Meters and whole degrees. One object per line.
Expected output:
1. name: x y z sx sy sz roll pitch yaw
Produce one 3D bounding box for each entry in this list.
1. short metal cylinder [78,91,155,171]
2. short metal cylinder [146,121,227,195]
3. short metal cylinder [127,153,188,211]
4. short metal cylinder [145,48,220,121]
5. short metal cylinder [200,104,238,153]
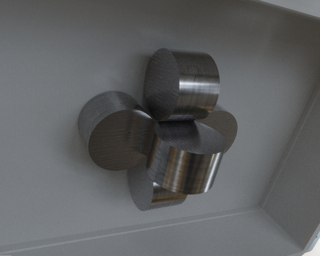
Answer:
1. short metal cylinder: -0.050 0.003 0.364 0.081 0.050 0.079 -14 124 -21
2. short metal cylinder: 0.028 0.029 0.347 0.081 0.080 0.050 -1 119 -28
3. short metal cylinder: -0.004 0.065 0.408 0.050 0.080 0.079 -2 120 -28
4. short metal cylinder: 0.023 -0.048 0.353 0.050 0.080 0.079 -2 120 -28
5. short metal cylinder: 0.057 0.001 0.421 0.081 0.050 0.079 -14 124 -21
